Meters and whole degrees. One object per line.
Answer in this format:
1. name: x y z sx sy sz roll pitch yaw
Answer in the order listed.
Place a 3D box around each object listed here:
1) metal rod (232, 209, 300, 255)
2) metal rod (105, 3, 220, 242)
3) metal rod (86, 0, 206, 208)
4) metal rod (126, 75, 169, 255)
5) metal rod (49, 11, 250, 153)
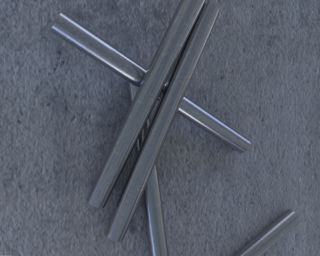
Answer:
1. metal rod: 0.088 0.213 0.443 0.302 0.025 0.025 -31 101 -18
2. metal rod: 0.000 -0.001 0.371 0.025 0.025 0.298 20 98 -19
3. metal rod: -0.013 -0.040 0.355 0.025 0.025 0.298 23 101 -19
4. metal rod: -0.012 0.081 0.405 0.025 0.025 0.298 -8 93 -20
5. metal rod: 0.007 -0.043 0.390 0.301 0.025 0.025 31 80 -26
